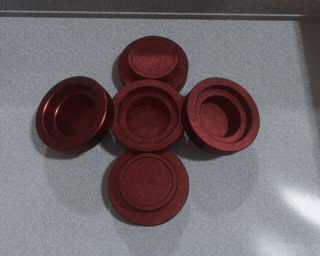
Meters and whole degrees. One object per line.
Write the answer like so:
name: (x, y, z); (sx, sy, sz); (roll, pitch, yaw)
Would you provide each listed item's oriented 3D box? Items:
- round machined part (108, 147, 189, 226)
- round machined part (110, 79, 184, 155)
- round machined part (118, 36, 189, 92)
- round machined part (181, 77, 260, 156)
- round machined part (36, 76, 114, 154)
round machined part: (-0.014, 0.067, 0.374); (0.099, 0.042, 0.098); (0, 70, 0)
round machined part: (-0.015, -0.011, 0.402); (0.099, 0.042, 0.098); (0, 70, 0)
round machined part: (-0.009, -0.088, 0.431); (0.099, 0.042, 0.098); (0, 70, 0)
round machined part: (0.072, -0.011, 0.394); (0.099, 0.042, 0.098); (6, 69, -16)
round machined part: (-0.103, -0.013, 0.394); (0.098, 0.042, 0.098); (-6, 69, 16)
